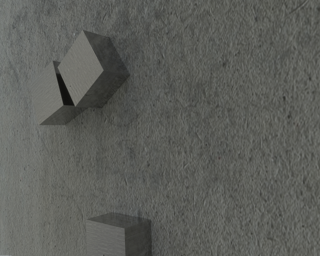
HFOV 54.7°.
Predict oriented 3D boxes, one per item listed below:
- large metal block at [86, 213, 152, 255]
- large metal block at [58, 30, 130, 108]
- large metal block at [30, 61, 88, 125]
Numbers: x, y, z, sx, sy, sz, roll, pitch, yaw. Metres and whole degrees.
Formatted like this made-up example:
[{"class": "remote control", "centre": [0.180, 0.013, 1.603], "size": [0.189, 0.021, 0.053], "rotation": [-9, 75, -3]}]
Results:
[{"class": "large metal block", "centre": [-0.058, 0.169, 0.437], "size": [0.080, 0.050, 0.080], "rotation": [-3, 88, 40]}, {"class": "large metal block", "centre": [-0.103, -0.087, 0.474], "size": [0.080, 0.050, 0.080], "rotation": [-43, 64, 31]}, {"class": "large metal block", "centre": [-0.174, -0.057, 0.533], "size": [0.080, 0.050, 0.080], "rotation": [-29, 72, 36]}]
